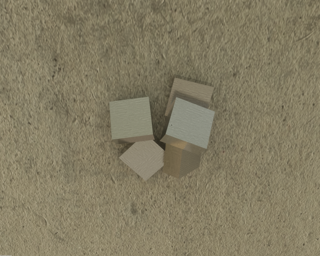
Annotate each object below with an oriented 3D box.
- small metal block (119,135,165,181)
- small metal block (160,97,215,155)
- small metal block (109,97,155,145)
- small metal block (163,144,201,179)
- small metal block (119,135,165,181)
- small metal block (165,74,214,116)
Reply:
[{"bbox_3d":[-0.019,0.035,0.424,0.050,0.025,0.050,-43,105,14],"label":"small metal block"},{"bbox_3d":[0.033,-0.002,0.370,0.050,0.025,0.050,20,65,-8],"label":"small metal block"},{"bbox_3d":[-0.035,-0.009,0.394,0.050,0.025,0.050,-7,72,2],"label":"small metal block"},{"bbox_3d":[0.031,0.032,0.408,0.025,0.050,0.050,19,114,34],"label":"small metal block"},{"bbox_3d":[-0.019,0.035,0.424,0.050,0.025,0.050,-43,105,14],"label":"small metal block"},{"bbox_3d":[0.036,-0.037,0.398,0.050,0.025,0.050,13,110,-5],"label":"small metal block"}]
